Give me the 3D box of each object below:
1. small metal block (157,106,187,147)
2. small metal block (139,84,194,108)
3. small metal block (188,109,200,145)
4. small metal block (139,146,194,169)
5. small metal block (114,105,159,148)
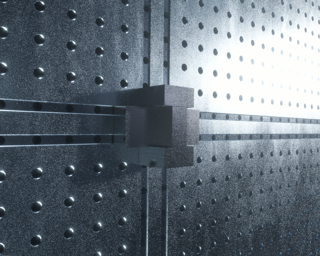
[{"bbox_3d":[0.008,-0.002,0.401,0.025,0.050,0.050,1,90,-40],"label":"small metal block"},{"bbox_3d":[0.008,-0.039,0.401,0.050,0.050,0.025,1,90,-40],"label":"small metal block"},{"bbox_3d":[0.029,-0.001,0.435,0.050,0.025,0.050,1,89,-40],"label":"small metal block"},{"bbox_3d":[0.008,0.036,0.401,0.050,0.050,0.025,1,90,-40],"label":"small metal block"},{"bbox_3d":[-0.029,-0.002,0.386,0.050,0.025,0.050,1,90,-40],"label":"small metal block"}]
